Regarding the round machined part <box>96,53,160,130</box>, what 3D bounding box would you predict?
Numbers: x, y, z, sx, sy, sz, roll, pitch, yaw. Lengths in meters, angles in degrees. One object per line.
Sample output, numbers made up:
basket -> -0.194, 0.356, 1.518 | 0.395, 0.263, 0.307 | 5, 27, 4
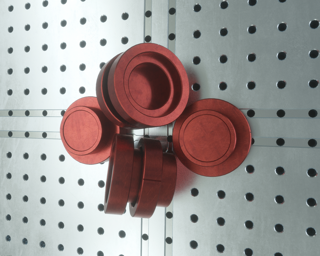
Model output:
round machined part -> -0.035, -0.046, 0.399 | 0.042, 0.099, 0.098 | -9, 86, 60

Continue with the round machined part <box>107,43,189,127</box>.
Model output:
round machined part -> -0.017, -0.049, 0.373 | 0.042, 0.099, 0.098 | -9, 86, 60

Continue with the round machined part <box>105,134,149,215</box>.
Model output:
round machined part -> -0.041, 0.058, 0.384 | 0.042, 0.098, 0.097 | 8, 93, -12

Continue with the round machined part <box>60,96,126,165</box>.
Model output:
round machined part -> -0.101, 0.004, 0.439 | 0.098, 0.042, 0.097 | 0, 90, 20

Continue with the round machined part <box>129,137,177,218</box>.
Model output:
round machined part -> -0.009, 0.063, 0.387 | 0.042, 0.098, 0.097 | 9, 94, -12

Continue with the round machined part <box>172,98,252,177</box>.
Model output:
round machined part -> 0.062, 0.012, 0.382 | 0.098, 0.042, 0.097 | 0, 90, 20
